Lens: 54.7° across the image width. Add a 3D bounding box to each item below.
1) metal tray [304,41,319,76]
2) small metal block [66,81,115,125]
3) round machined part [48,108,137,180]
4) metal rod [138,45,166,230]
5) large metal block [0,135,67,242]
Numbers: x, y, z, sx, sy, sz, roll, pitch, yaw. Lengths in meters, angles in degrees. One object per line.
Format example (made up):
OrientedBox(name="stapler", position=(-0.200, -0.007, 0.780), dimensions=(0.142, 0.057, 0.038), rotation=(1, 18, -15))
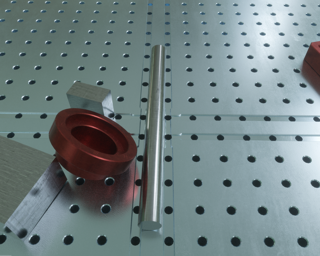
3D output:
OrientedBox(name="metal tray", position=(0.318, -0.110, 0.500), dimensions=(0.131, 0.030, 0.090), rotation=(-12, 51, -10))
OrientedBox(name="small metal block", position=(-0.092, -0.031, 0.416), dimensions=(0.050, 0.050, 0.025), rotation=(15, 52, 12))
OrientedBox(name="round machined part", position=(-0.080, 0.022, 0.356), dimensions=(0.098, 0.042, 0.098), rotation=(27, 22, -11))
OrientedBox(name="metal rod", position=(-0.006, -0.013, 0.418), dimensions=(0.025, 0.025, 0.300), rotation=(2, 50, 1))
OrientedBox(name="large metal block", position=(-0.163, 0.063, 0.335), dimensions=(0.080, 0.050, 0.080), rotation=(18, 54, 14))
